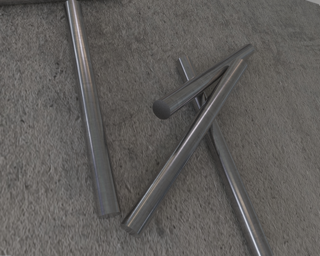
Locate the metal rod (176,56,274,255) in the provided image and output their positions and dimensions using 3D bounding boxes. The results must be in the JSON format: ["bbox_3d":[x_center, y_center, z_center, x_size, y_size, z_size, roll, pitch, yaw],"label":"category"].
[{"bbox_3d":[0.081,0.026,0.431,0.025,0.025,0.299,-5,64,-31],"label":"metal rod"}]

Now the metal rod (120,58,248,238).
[{"bbox_3d":[0.046,0.005,0.401,0.025,0.025,0.301,39,58,-3],"label":"metal rod"}]

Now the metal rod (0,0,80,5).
[{"bbox_3d":[-0.178,-0.182,0.418,0.302,0.025,0.025,-22,74,-36],"label":"metal rod"}]

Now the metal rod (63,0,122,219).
[{"bbox_3d":[-0.088,-0.041,0.380,0.025,0.025,0.299,-1,62,-29],"label":"metal rod"}]

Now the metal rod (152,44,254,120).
[{"bbox_3d":[0.083,-0.083,0.472,0.025,0.025,0.302,48,43,5],"label":"metal rod"}]
